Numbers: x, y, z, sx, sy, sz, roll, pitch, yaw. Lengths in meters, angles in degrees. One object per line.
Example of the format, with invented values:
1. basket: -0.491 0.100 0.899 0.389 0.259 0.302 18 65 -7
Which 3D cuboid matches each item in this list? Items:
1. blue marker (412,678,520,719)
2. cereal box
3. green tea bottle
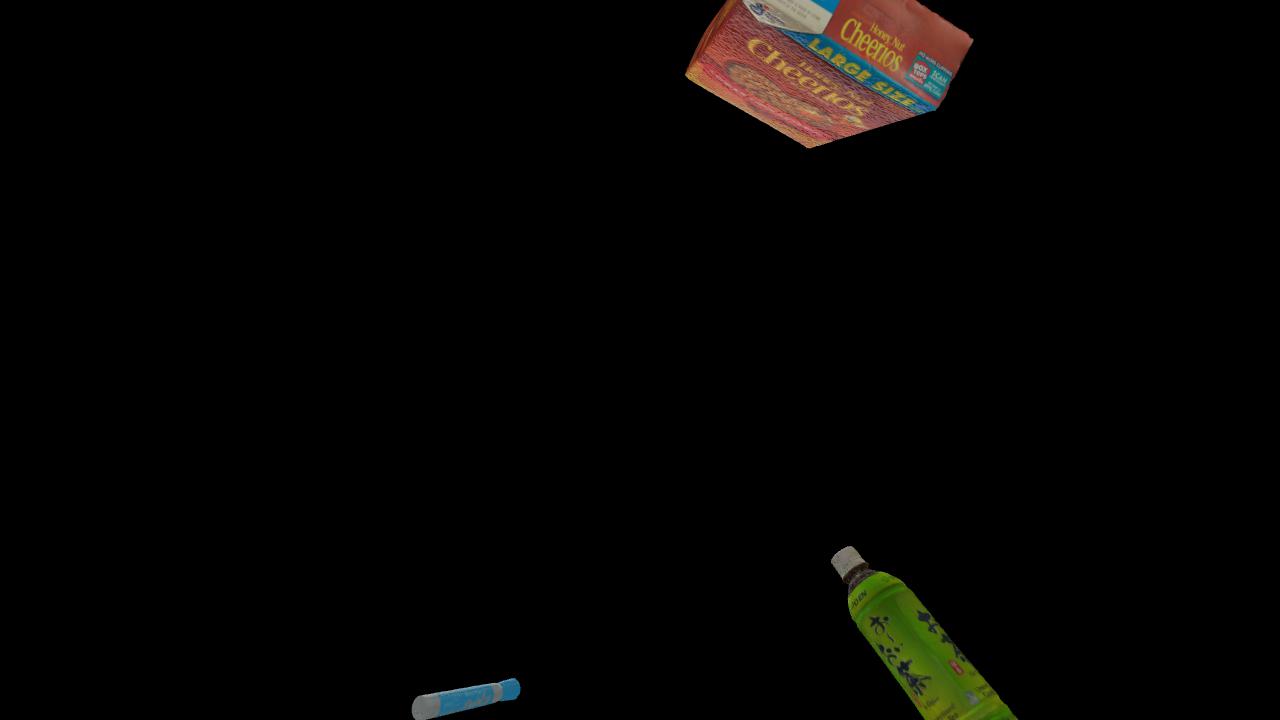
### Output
1. blue marker: -0.151 0.304 0.555 0.020 0.020 0.121 0 -17 32
2. cereal box: 0.176 -0.326 0.671 0.203 0.081 0.306 25 9 -12
3. green tea bottle: 0.267 0.281 0.613 0.073 0.073 0.212 0 35 -32
